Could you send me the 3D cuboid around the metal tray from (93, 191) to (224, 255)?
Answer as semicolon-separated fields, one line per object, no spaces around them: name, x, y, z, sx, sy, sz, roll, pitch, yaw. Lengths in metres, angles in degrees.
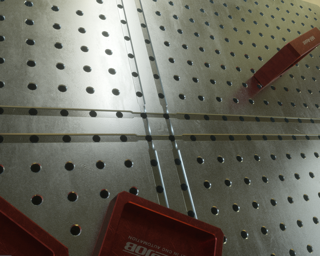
metal tray;0.000;0.132;0.324;0.131;0.030;0.090;25;53;-13

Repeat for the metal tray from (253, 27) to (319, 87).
metal tray;0.241;-0.132;0.575;0.131;0.090;0.030;-31;79;-38

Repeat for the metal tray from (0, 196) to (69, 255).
metal tray;-0.156;0.104;0.257;0.130;0.030;0.090;39;51;-2
